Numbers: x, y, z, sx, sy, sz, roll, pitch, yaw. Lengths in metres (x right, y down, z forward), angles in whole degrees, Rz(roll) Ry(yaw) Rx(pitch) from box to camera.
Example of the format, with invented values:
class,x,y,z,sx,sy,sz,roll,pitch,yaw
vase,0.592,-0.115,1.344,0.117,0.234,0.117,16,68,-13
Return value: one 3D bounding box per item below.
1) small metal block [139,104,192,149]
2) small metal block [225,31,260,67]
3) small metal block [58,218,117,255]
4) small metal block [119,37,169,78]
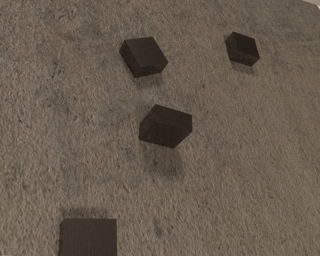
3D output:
class,x,y,z,sx,sy,sz,roll,pitch,yaw
small metal block,0.006,-0.001,0.393,0.050,0.050,0.025,15,56,-20
small metal block,0.154,-0.147,0.580,0.050,0.025,0.050,10,57,-23
small metal block,-0.069,0.115,0.297,0.050,0.025,0.050,8,58,-24
small metal block,-0.024,-0.105,0.456,0.050,0.025,0.050,-19,72,-36
